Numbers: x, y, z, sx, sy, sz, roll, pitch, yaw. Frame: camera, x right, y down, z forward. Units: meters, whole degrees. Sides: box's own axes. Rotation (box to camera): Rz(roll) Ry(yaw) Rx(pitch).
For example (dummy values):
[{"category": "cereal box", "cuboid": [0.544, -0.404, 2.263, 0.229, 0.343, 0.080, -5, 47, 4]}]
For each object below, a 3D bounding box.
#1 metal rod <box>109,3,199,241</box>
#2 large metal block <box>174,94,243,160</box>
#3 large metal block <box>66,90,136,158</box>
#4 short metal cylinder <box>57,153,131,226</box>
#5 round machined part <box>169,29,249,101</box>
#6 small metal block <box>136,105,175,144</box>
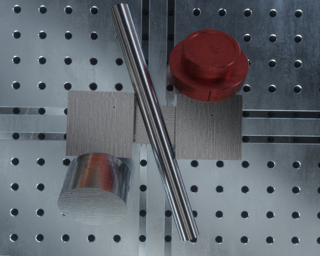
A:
[{"category": "metal rod", "cuboid": [-0.007, -0.007, 0.387, 0.025, 0.025, 0.298, -17, 90, 0]}, {"category": "large metal block", "cuboid": [0.060, -0.001, 0.402, 0.081, 0.050, 0.079, 1, 90, 0]}, {"category": "large metal block", "cuboid": [-0.073, -0.005, 0.401, 0.081, 0.050, 0.079, 2, 90, 0]}, {"category": "short metal cylinder", "cuboid": [-0.078, 0.076, 0.379, 0.080, 0.050, 0.079, 1, 133, 1]}, {"category": "round machined part", "cuboid": [0.060, -0.083, 0.381, 0.099, 0.042, 0.098, 1, 55, -1]}, {"category": "small metal block", "cuboid": [-0.006, -0.004, 0.414, 0.050, 0.025, 0.050, 1, 90, 0]}]
